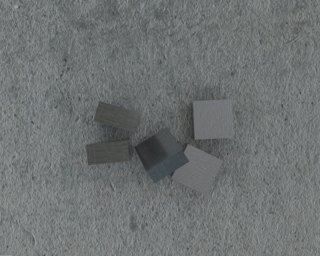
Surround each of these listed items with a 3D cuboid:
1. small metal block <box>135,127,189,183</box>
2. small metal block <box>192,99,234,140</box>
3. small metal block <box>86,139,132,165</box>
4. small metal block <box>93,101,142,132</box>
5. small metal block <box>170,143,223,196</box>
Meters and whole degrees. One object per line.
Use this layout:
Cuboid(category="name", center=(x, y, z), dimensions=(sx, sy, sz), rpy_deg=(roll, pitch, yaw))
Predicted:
Cuboid(category="small metal block", center=(0.002, 0.033, 0.395), dimensions=(0.050, 0.050, 0.025), rpy_deg=(-32, 130, 0))
Cuboid(category="small metal block", center=(0.069, -0.011, 0.410), dimensions=(0.050, 0.025, 0.050), rpy_deg=(-3, 90, 0))
Cuboid(category="small metal block", center=(-0.063, 0.030, 0.397), dimensions=(0.050, 0.050, 0.025), rpy_deg=(-6, 90, 0))
Cuboid(category="small metal block", center=(-0.052, -0.014, 0.397), dimensions=(0.050, 0.050, 0.025), rpy_deg=(16, 90, 0))
Cuboid(category="small metal block", center=(0.048, 0.054, 0.410), dimensions=(0.050, 0.025, 0.050), rpy_deg=(26, 90, 0))
